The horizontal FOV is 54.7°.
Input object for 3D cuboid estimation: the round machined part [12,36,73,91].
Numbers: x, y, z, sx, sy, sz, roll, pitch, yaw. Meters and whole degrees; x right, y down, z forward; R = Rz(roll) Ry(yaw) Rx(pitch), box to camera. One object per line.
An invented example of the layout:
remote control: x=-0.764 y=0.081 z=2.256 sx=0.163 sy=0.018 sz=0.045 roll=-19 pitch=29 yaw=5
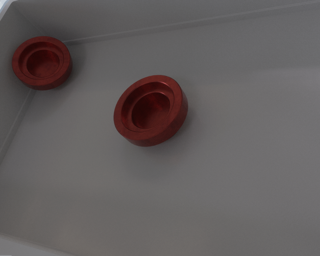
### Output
round machined part: x=-0.206 y=-0.111 z=0.554 sx=0.099 sy=0.042 sz=0.098 roll=1 pitch=71 yaw=-3

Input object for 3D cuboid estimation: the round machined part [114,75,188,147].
round machined part: x=-0.008 y=-0.019 z=0.411 sx=0.098 sy=0.042 sz=0.098 roll=-13 pitch=56 yaw=21
